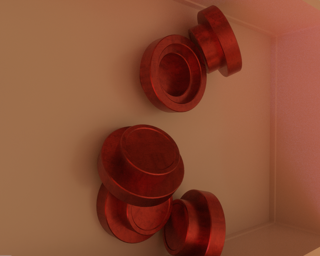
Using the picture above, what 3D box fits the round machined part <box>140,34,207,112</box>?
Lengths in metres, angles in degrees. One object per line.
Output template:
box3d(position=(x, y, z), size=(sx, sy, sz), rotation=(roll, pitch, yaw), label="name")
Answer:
box3d(position=(0.013, -0.069, 0.406), size=(0.099, 0.042, 0.097), rotation=(0, 90, -40), label="round machined part")

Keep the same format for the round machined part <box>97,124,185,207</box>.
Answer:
box3d(position=(-0.017, 0.034, 0.347), size=(0.099, 0.042, 0.098), rotation=(15, 44, -15), label="round machined part")

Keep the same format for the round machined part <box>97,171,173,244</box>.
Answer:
box3d(position=(-0.023, 0.091, 0.376), size=(0.099, 0.042, 0.097), rotation=(0, 90, -40), label="round machined part")

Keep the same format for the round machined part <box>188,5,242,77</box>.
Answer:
box3d(position=(0.072, -0.115, 0.432), size=(0.042, 0.098, 0.098), rotation=(-25, 111, 3), label="round machined part")

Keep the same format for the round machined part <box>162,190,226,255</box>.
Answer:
box3d(position=(0.037, 0.127, 0.393), size=(0.042, 0.098, 0.098), rotation=(14, 81, -22), label="round machined part")
